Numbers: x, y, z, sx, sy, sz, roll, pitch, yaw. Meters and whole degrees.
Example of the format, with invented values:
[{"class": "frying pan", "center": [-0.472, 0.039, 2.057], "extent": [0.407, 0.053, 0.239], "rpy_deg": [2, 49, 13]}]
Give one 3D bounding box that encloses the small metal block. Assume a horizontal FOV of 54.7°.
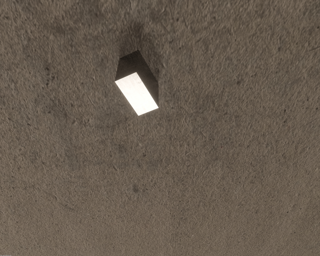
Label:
[{"class": "small metal block", "center": [-0.024, -0.051, 0.347], "extent": [0.025, 0.050, 0.050], "rpy_deg": [-21, 127, 16]}]
